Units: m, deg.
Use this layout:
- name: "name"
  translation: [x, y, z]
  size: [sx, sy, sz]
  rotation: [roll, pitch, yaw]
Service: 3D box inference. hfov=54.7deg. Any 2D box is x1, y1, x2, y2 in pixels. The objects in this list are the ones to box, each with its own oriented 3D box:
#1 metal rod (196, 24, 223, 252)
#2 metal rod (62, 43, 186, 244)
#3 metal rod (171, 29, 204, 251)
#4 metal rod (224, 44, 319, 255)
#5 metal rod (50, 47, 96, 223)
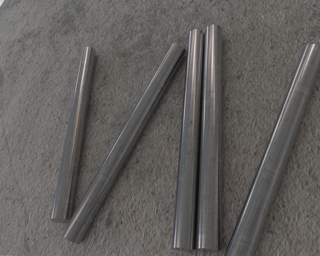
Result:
- name: "metal rod"
  translation: [0.063, -0.010, 0.376]
  size: [0.025, 0.025, 0.299]
  rotation: [-8, 58, 24]
- name: "metal rod"
  translation: [-0.040, 0.009, 0.419]
  size: [0.025, 0.025, 0.300]
  rotation: [17, 70, 34]
- name: "metal rod"
  translation: [0.039, -0.007, 0.387]
  size: [0.025, 0.025, 0.299]
  rotation: [-8, 58, 24]
- name: "metal rod"
  translation: [0.116, 0.037, 0.319]
  size: [0.025, 0.025, 0.300]
  rotation: [15, 69, 34]
- name: "metal rod"
  translation: [-0.127, -0.009, 0.476]
  size: [0.025, 0.025, 0.299]
  rotation: [-13, 56, 21]
